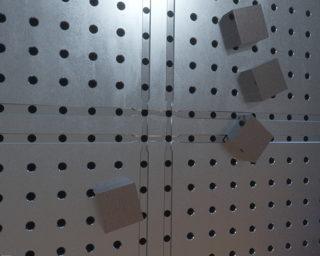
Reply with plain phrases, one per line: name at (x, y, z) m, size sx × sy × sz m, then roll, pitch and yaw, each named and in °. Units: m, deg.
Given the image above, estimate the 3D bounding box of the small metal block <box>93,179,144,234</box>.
small metal block at (-0.053, 0.098, 0.393) m, size 0.050 × 0.025 × 0.050 m, roll -14°, pitch 95°, yaw -20°

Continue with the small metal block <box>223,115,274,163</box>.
small metal block at (0.132, 0.016, 0.461) m, size 0.050 × 0.025 × 0.050 m, roll 42°, pitch 77°, yaw -15°

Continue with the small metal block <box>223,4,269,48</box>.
small metal block at (0.128, -0.151, 0.459) m, size 0.050 × 0.025 × 0.050 m, roll -18°, pitch 96°, yaw -19°

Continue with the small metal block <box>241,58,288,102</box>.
small metal block at (0.159, -0.072, 0.471) m, size 0.050 × 0.025 × 0.050 m, roll -25°, pitch 98°, yaw -18°
